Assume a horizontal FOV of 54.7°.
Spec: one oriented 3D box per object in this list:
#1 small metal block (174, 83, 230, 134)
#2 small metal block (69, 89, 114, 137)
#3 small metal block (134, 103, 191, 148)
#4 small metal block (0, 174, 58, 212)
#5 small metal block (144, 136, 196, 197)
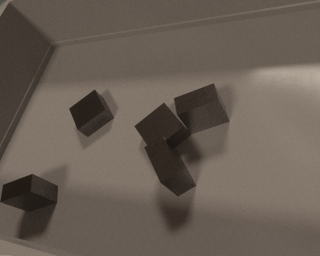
[{"bbox_3d":[0.051,-0.022,0.375,0.050,0.050,0.025,-20,55,16],"label":"small metal block"},{"bbox_3d":[-0.105,-0.023,0.473,0.050,0.025,0.050,-36,51,4],"label":"small metal block"},{"bbox_3d":[0.003,0.003,0.401,0.050,0.025,0.050,-39,51,1],"label":"small metal block"},{"bbox_3d":[-0.178,0.090,0.425,0.050,0.050,0.025,-21,54,16],"label":"small metal block"},{"bbox_3d":[0.012,0.044,0.355,0.025,0.050,0.050,-33,52,7],"label":"small metal block"}]
